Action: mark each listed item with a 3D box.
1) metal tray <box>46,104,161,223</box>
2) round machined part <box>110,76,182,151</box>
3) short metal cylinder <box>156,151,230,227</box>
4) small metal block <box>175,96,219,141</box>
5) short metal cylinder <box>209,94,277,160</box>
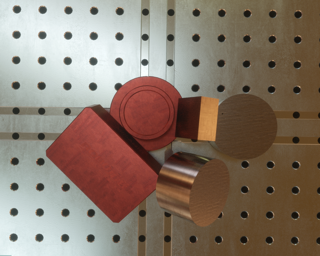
[{"bbox_3d":[-0.068,0.045,0.395,0.130,0.030,0.090,45,105,-1],"label":"metal tray"},{"bbox_3d":[-0.016,-0.019,0.400,0.099,0.042,0.097,0,90,0],"label":"round machined part"},{"bbox_3d":[0.041,0.072,0.376,0.050,0.081,0.080,10,90,43],"label":"short metal cylinder"},{"bbox_3d":[0.044,-0.011,0.379,0.025,0.050,0.050,6,89,-28],"label":"small metal block"},{"bbox_3d":[0.102,-0.002,0.398,0.081,0.050,0.079,0,90,0],"label":"short metal cylinder"}]
